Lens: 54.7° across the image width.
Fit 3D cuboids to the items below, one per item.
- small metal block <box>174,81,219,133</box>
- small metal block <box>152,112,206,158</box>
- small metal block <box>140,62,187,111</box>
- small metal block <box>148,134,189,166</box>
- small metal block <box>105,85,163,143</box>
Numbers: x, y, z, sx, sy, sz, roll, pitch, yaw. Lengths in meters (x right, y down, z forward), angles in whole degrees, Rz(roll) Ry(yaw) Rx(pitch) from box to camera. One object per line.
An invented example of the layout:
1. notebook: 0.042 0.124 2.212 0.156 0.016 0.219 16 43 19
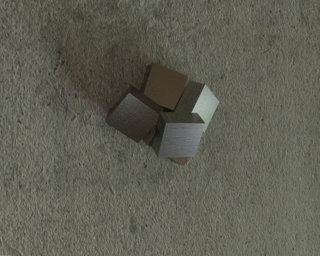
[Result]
1. small metal block: 0.050 -0.028 0.418 0.050 0.025 0.050 38 75 -51
2. small metal block: 0.022 0.009 0.381 0.050 0.025 0.050 0 123 -20
3. small metal block: 0.003 -0.053 0.413 0.050 0.025 0.050 18 84 -20
4. small metal block: 0.020 0.016 0.419 0.050 0.025 0.050 34 79 -17
5. small metal block: -0.032 -0.017 0.387 0.050 0.025 0.050 35 114 -18
